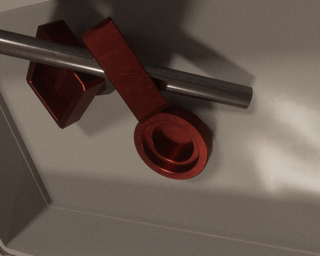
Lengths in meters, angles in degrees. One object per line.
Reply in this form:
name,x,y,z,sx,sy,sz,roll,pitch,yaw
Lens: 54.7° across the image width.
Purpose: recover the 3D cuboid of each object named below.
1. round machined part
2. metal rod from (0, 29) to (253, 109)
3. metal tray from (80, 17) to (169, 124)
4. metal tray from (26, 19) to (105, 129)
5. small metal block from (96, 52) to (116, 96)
round machined part,0.020,0.014,0.395,0.098,0.042,0.097,13,124,20
metal rod,-0.051,-0.065,0.329,0.302,0.025,0.025,12,126,-4
metal tray,-0.032,-0.059,0.323,0.030,0.130,0.090,-34,101,3
metal tray,-0.127,-0.062,0.399,0.090,0.030,0.129,54,144,1
small metal block,-0.089,-0.070,0.410,0.050,0.025,0.050,-2,118,28
